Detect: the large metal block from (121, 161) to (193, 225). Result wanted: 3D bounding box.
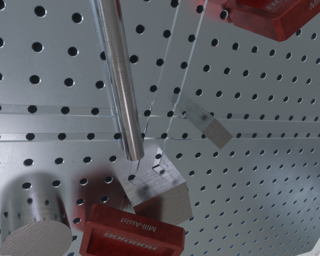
[{"bbox_3d":[-0.003,0.108,0.460,0.081,0.050,0.080,-23,127,-14],"label":"large metal block"}]

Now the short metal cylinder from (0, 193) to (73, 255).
[{"bbox_3d":[-0.156,0.129,0.389,0.081,0.050,0.079,-14,124,-21],"label":"short metal cylinder"}]

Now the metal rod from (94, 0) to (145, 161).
[{"bbox_3d":[-0.048,-0.086,0.331,0.025,0.025,0.298,-19,126,-17],"label":"metal rod"}]

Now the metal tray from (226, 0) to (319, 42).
[{"bbox_3d":[0.153,-0.160,0.352,0.130,0.090,0.030,-40,129,-1],"label":"metal tray"}]

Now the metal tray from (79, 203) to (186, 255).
[{"bbox_3d":[-0.040,0.159,0.431,0.131,0.030,0.089,17,128,-4],"label":"metal tray"}]

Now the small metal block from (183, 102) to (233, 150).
[{"bbox_3d":[0.066,-0.003,0.429,0.025,0.050,0.050,-47,129,5],"label":"small metal block"}]
